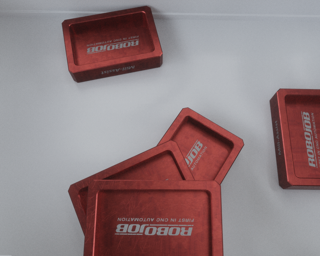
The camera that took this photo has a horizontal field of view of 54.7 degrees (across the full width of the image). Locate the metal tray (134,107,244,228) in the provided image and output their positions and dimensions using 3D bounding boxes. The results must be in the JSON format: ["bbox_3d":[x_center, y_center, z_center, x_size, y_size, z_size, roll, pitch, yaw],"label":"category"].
[{"bbox_3d":[0.034,0.049,0.389,0.090,0.030,0.130,32,73,10],"label":"metal tray"}]

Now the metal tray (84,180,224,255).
[{"bbox_3d":[-0.006,0.098,0.308,0.131,0.030,0.090,0,75,3],"label":"metal tray"}]

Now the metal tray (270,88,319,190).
[{"bbox_3d":[0.199,0.013,0.404,0.091,0.030,0.130,1,70,0],"label":"metal tray"}]

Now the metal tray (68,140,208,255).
[{"bbox_3d":[-0.024,0.080,0.345,0.131,0.030,0.090,-24,75,-4],"label":"metal tray"}]

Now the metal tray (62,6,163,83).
[{"bbox_3d":[-0.069,-0.123,0.450,0.131,0.030,0.090,-12,71,-5],"label":"metal tray"}]
